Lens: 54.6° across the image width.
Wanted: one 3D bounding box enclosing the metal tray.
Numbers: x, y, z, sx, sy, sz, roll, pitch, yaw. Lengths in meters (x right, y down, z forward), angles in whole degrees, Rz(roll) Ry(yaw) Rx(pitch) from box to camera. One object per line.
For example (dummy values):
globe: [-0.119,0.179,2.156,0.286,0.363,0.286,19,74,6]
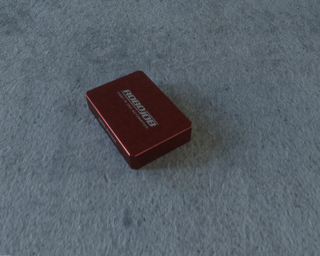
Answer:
metal tray: [-0.030,-0.017,0.414,0.091,0.030,0.130,-27,55,-21]
